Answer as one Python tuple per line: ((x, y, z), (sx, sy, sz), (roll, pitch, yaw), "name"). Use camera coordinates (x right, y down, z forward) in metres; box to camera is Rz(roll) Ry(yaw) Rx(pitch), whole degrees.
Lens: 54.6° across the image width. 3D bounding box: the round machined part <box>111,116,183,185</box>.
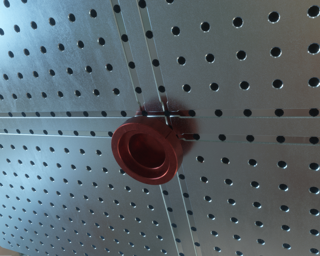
((-0.014, 0.026, 0.424), (0.098, 0.042, 0.097), (13, 124, 21), "round machined part")
